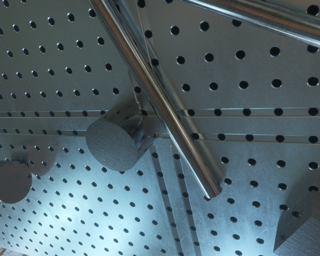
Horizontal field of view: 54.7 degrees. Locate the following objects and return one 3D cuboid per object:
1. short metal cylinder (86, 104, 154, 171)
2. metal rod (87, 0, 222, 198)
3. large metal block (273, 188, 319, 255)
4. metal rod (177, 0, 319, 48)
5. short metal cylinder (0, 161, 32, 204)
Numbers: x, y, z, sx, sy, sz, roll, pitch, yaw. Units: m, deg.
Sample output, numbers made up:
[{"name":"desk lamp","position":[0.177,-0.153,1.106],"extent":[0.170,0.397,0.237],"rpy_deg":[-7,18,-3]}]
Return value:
[{"name":"short metal cylinder","position":[-0.055,0.013,0.433],"extent":[0.080,0.050,0.079],"rpy_deg":[13,124,21]},{"name":"metal rod","position":[-0.001,-0.035,0.389],"extent":[0.025,0.025,0.299],"rpy_deg":[-21,108,36]},{"name":"large metal block","position":[0.197,0.133,0.373],"extent":[0.080,0.050,0.079],"rpy_deg":[29,128,9]},{"name":"metal rod","position":[0.052,-0.128,0.304],"extent":[0.301,0.025,0.025],"rpy_deg":[24,127,13]},{"name":"short metal cylinder","position":[-0.297,0.103,0.596],"extent":[0.050,0.080,0.080],"rpy_deg":[-2,118,29]}]
